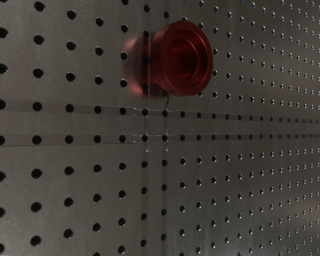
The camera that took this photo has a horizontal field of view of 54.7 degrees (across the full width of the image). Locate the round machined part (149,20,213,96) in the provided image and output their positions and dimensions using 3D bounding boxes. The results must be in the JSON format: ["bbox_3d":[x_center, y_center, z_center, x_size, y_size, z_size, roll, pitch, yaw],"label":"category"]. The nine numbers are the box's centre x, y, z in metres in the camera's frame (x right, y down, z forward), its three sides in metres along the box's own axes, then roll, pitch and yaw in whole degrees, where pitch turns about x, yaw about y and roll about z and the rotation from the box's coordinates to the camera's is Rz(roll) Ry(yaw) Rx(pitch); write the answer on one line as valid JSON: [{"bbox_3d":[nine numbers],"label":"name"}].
[{"bbox_3d":[0.024,-0.091,0.420,0.099,0.042,0.097,0,90,-40],"label":"round machined part"}]
